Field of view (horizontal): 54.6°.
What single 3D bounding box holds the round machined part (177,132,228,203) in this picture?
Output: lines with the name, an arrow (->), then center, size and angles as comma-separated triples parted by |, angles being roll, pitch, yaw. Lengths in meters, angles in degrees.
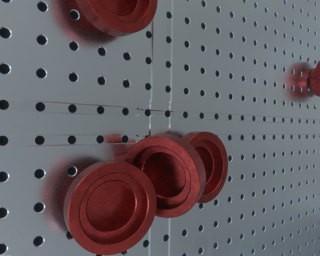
round machined part -> 0.049, 0.054, 0.438 | 0.099, 0.042, 0.097 | 0, 90, -41

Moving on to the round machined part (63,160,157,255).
round machined part -> -0.056, 0.084, 0.343 | 0.099, 0.042, 0.097 | -1, 92, -29

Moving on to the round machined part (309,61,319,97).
round machined part -> 0.379, -0.108, 0.708 | 0.099, 0.042, 0.098 | 6, 80, -37

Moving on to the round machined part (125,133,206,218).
round machined part -> 0.008, 0.054, 0.374 | 0.042, 0.098, 0.097 | -23, 106, -62

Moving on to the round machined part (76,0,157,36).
round machined part -> -0.054, -0.153, 0.352 | 0.099, 0.042, 0.097 | 0, 90, -40
